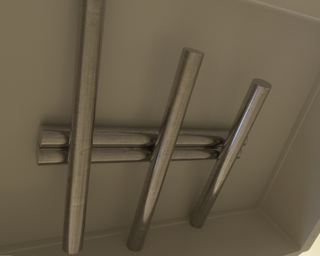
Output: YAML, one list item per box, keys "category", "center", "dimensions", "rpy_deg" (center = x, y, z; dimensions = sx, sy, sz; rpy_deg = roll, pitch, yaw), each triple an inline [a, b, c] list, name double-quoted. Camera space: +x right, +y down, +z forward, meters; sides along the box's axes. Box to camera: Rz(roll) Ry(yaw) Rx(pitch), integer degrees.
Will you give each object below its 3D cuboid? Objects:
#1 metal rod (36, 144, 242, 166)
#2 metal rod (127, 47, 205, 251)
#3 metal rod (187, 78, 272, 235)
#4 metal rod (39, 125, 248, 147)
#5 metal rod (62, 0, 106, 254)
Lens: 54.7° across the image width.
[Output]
- category: "metal rod"
  center: [-0.008, 0.034, 0.426]
  dimensions: [0.303, 0.025, 0.025]
  rpy_deg: [2, 118, -30]
- category: "metal rod"
  center: [0.000, 0.045, 0.404]
  dimensions: [0.025, 0.025, 0.298]
  rpy_deg: [1, 118, -30]
- category: "metal rod"
  center: [0.094, 0.063, 0.470]
  dimensions: [0.025, 0.025, 0.298]
  rpy_deg: [-4, 129, -27]
- category: "metal rod"
  center: [-0.001, 0.013, 0.416]
  dimensions: [0.303, 0.025, 0.025]
  rpy_deg: [2, 118, -30]
- category: "metal rod"
  center: [-0.085, 0.007, 0.335]
  dimensions: [0.025, 0.025, 0.298]
  rpy_deg: [-1, 111, -29]
